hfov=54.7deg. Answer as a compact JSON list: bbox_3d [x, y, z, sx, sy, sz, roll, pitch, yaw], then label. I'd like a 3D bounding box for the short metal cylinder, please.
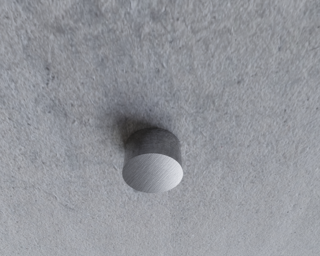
[{"bbox_3d":[-0.010,0.046,0.430,0.081,0.050,0.079,0,130,0],"label":"short metal cylinder"}]
